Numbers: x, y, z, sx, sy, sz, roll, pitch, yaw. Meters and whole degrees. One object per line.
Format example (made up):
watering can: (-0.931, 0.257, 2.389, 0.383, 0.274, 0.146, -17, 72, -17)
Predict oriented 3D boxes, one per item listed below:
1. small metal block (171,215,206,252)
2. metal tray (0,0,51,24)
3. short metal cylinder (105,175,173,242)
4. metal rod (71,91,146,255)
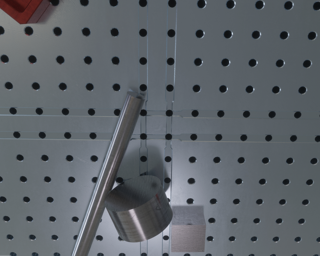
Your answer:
small metal block: (0.042, 0.161, 0.473, 0.050, 0.025, 0.050, 0, 110, 0)
metal tray: (-0.174, -0.190, 0.338, 0.130, 0.030, 0.090, 39, 105, -13)
short metal cylinder: (-0.028, 0.108, 0.424, 0.080, 0.080, 0.050, -17, 109, 6)
metal rod: (-0.082, 0.089, 0.445, 0.025, 0.025, 0.298, 19, 109, -7)
